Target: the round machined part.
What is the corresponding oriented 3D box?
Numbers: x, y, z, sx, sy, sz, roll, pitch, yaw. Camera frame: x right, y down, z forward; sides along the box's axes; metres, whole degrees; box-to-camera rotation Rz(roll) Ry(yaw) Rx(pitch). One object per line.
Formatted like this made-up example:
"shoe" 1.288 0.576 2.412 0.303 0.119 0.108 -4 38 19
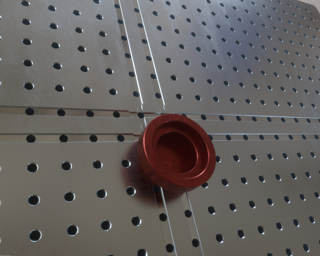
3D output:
"round machined part" 0.017 0.034 0.387 0.099 0.042 0.098 14 56 -21
